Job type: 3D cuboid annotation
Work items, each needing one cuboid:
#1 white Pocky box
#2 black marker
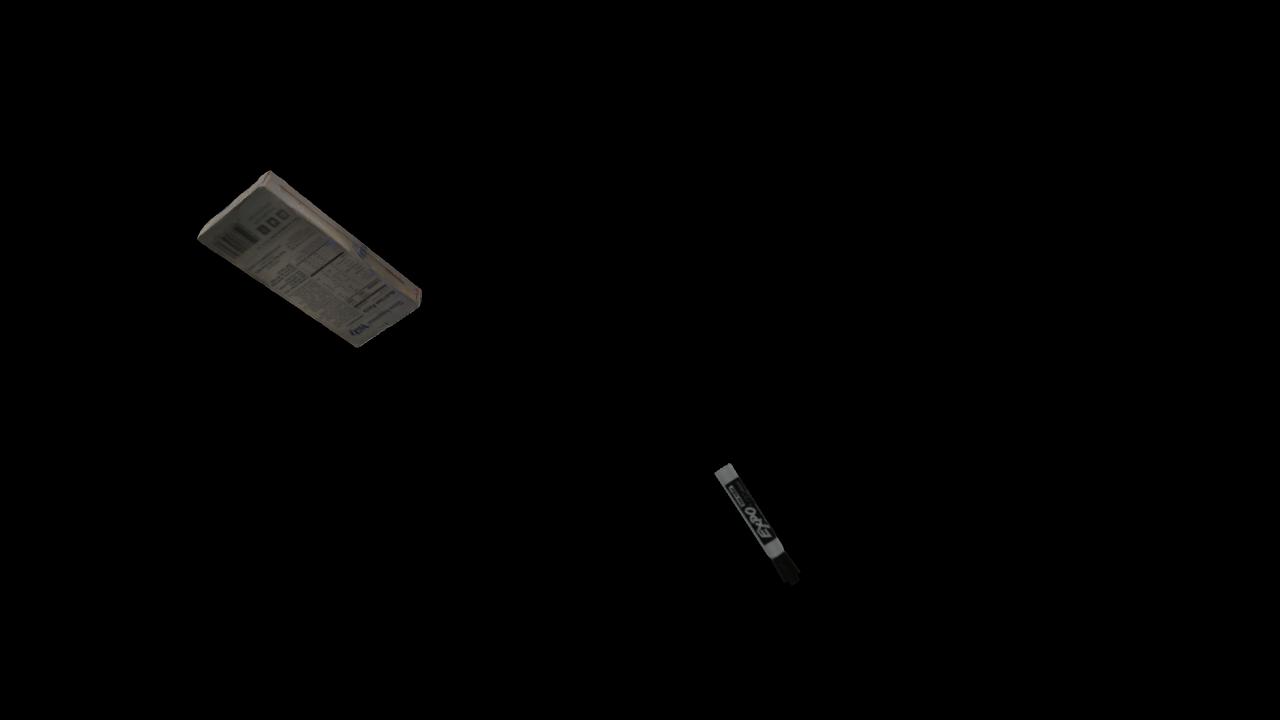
[{"bbox_3d":[-0.272,-0.078,0.521,0.084,0.028,0.154,-29,-46,17],"label":"white Pocky box"},{"bbox_3d":[0.110,0.152,0.572,0.020,0.121,0.020,-30,-14,-8],"label":"black marker"}]
